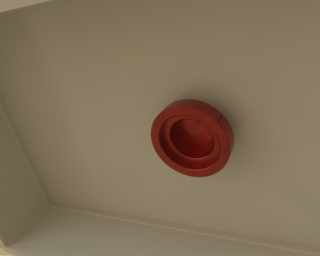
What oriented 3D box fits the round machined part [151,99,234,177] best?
[{"bbox_3d":[0.042,0.009,0.380,0.098,0.042,0.097,13,124,20],"label":"round machined part"}]
